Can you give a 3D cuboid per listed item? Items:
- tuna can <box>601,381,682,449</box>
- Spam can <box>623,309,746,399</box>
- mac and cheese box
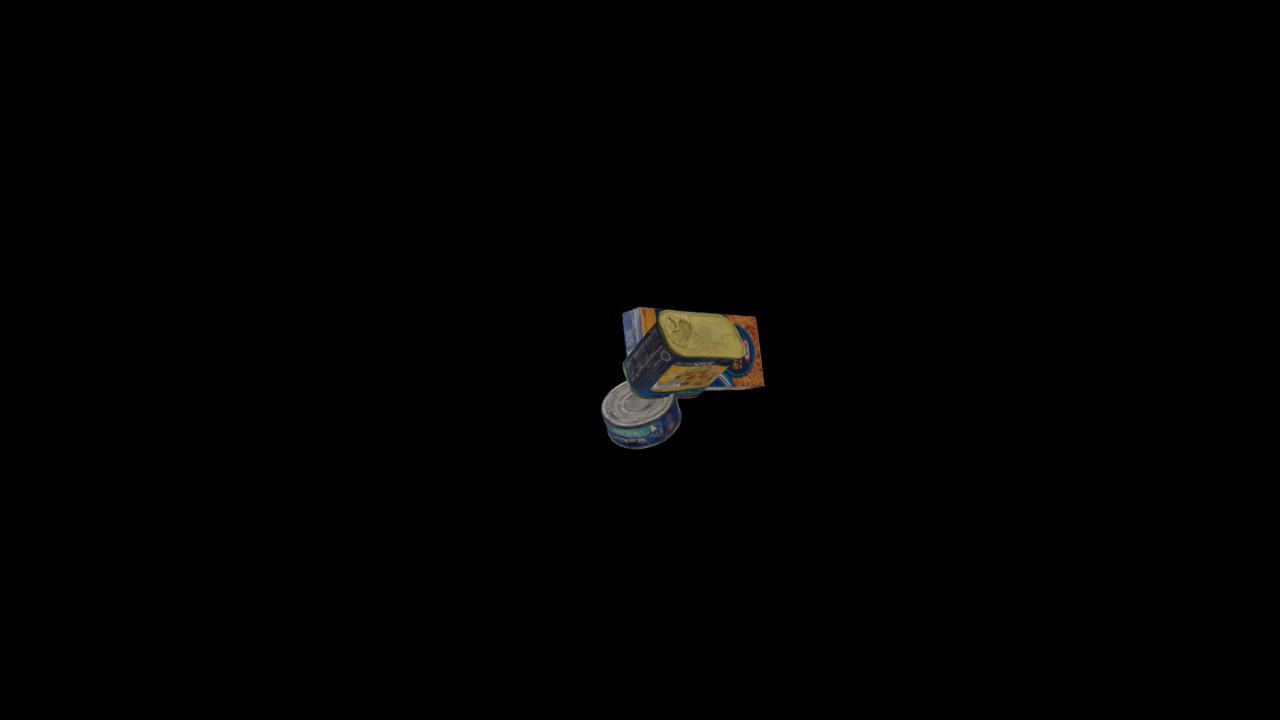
[{"bbox_3d":[0.001,0.055,0.665,0.084,0.034,0.084,-11,36,8],"label":"tuna can"},{"bbox_3d":[0.044,-0.002,0.645,0.101,0.058,0.085,2,-36,-34],"label":"Spam can"},{"bbox_3d":[0.067,-0.010,0.727,0.184,0.093,0.041,0,-12,-36],"label":"mac and cheese box"}]
